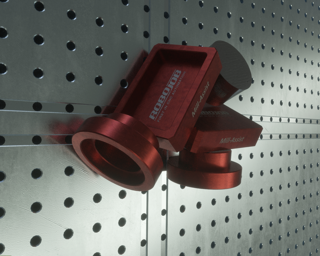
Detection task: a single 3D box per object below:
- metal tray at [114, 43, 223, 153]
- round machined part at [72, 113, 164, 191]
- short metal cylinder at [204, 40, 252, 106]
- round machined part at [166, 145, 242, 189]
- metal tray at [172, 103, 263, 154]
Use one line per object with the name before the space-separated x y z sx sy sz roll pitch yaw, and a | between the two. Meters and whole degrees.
metal tray | 0.009 -0.042 0.372 0.130 0.090 0.030 -62 146 -21
round machined part | -0.040 0.022 0.331 0.098 0.098 0.042 52 52 -28
short metal cylinder | 0.087 -0.079 0.450 0.081 0.050 0.080 20 55 -30
round machined part | 0.059 0.046 0.411 0.099 0.098 0.042 -2 99 -40
metal tray | 0.065 -0.006 0.421 0.131 0.090 0.030 -2 119 -40
